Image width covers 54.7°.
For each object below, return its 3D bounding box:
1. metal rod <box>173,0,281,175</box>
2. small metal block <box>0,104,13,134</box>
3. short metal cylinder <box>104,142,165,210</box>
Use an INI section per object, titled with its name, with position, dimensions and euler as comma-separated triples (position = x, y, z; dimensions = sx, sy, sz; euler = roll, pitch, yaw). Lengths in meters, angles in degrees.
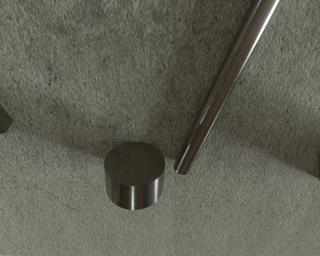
[metal rod]
position = 0.074, -0.049, 0.365
dimensions = 0.025, 0.025, 0.298
euler = 13, 129, -11
[small metal block]
position = -0.227, -0.015, 0.392
dimensions = 0.050, 0.025, 0.050
euler = -13, 129, 11
[short metal cylinder]
position = -0.035, 0.064, 0.426
dimensions = 0.081, 0.080, 0.050
euler = 2, 130, -2
